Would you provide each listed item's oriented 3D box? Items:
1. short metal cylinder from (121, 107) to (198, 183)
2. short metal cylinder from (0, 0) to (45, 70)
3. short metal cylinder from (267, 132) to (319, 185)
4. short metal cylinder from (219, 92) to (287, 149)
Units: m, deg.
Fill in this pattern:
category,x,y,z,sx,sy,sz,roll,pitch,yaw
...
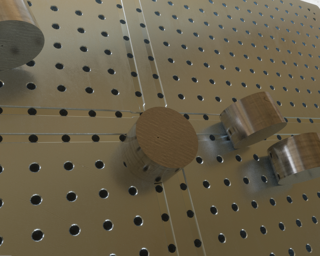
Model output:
category,x,y,z,sx,sy,sz,roll,pitch,yaw
short metal cylinder,-0.001,0.021,0.379,0.081,0.050,0.080,14,56,-21
short metal cylinder,-0.178,-0.109,0.343,0.081,0.080,0.050,-18,72,-35
short metal cylinder,0.205,0.047,0.454,0.081,0.080,0.050,3,61,-27
short metal cylinder,0.134,-0.010,0.451,0.081,0.080,0.050,-9,67,-32
